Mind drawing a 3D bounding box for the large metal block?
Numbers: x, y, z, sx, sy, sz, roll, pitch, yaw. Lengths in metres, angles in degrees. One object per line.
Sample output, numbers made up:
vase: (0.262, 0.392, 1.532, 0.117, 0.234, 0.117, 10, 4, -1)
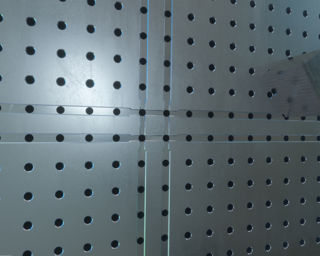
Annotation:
large metal block: (0.216, -0.064, 0.465, 0.050, 0.080, 0.080, -36, 102, -17)
